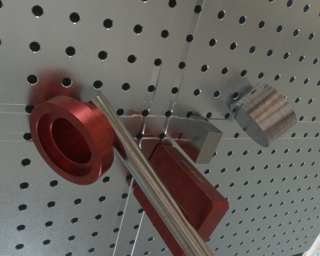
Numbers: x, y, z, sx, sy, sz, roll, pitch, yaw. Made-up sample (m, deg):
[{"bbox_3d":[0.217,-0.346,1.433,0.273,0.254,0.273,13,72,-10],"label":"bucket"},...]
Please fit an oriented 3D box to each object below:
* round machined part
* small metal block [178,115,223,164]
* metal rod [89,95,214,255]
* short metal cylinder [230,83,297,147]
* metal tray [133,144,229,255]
[{"bbox_3d":[-0.089,0.010,0.335,0.042,0.098,0.097,-43,141,-48],"label":"round machined part"},{"bbox_3d":[0.056,0.016,0.437,0.025,0.050,0.050,7,115,-32],"label":"small metal block"},{"bbox_3d":[0.010,0.091,0.347,0.025,0.025,0.299,-34,87,-6],"label":"metal rod"},{"bbox_3d":[0.148,-0.019,0.447,0.050,0.080,0.080,-38,130,-3],"label":"short metal cylinder"},{"bbox_3d":[0.021,0.093,0.413,0.030,0.130,0.089,16,110,-40],"label":"metal tray"}]
